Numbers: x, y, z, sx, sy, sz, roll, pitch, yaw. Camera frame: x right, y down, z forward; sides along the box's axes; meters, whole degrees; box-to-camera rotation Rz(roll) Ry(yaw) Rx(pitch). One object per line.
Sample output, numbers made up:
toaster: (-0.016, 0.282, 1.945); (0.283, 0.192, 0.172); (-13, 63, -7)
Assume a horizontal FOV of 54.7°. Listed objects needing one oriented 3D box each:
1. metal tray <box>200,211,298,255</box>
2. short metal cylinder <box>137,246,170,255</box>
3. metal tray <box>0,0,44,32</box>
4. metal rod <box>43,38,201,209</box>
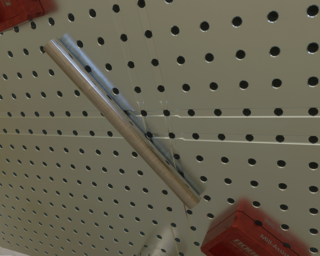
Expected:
metal tray: (0.137, 0.190, 0.453); (0.130, 0.030, 0.089); (38, 129, 2)
short metal cylinder: (-0.014, 0.265, 0.567); (0.080, 0.050, 0.079); (13, 124, 21)
metal tray: (-0.218, -0.196, 0.401); (0.090, 0.030, 0.129); (-7, 115, 31)
metal rod: (-0.049, -0.002, 0.435); (0.300, 0.025, 0.025); (48, 129, -6)
